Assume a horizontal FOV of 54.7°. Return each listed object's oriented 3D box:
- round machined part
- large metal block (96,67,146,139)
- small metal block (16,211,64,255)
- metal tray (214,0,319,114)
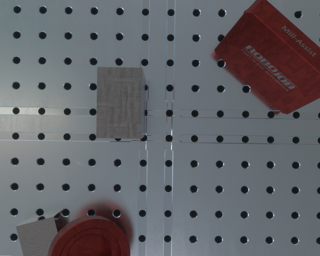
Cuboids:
[{"bbox_3d":[-0.091,0.160,0.393,0.099,0.042,0.097,1,88,-25],"label":"round machined part"},{"bbox_3d":[-0.045,-0.028,0.386,0.050,0.080,0.079,1,90,0],"label":"large metal block"},{"bbox_3d":[-0.155,0.145,0.412,0.050,0.025,0.050,-14,90,0],"label":"small metal block"},{"bbox_3d":[0.140,-0.082,0.379,0.130,0.090,0.030,41,67,0],"label":"metal tray"}]
